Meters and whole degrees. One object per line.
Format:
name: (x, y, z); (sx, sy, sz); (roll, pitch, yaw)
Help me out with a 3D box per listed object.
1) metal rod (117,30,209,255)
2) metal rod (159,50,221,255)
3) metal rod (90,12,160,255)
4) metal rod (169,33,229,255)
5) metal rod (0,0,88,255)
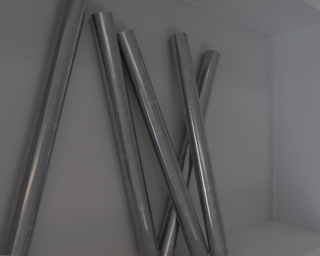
metal rod: (0.005, 0.027, 0.389); (0.025, 0.025, 0.298); (-25, 100, -37)
metal rod: (0.043, 0.029, 0.442); (0.025, 0.025, 0.299); (24, 75, -38)
metal rod: (-0.040, 0.017, 0.373); (0.025, 0.025, 0.298); (-18, 101, -39)
metal rod: (0.052, 0.020, 0.418); (0.025, 0.025, 0.298); (-7, 85, -40)
metal rod: (-0.113, -0.012, 0.311); (0.025, 0.025, 0.299); (17, 79, -39)
